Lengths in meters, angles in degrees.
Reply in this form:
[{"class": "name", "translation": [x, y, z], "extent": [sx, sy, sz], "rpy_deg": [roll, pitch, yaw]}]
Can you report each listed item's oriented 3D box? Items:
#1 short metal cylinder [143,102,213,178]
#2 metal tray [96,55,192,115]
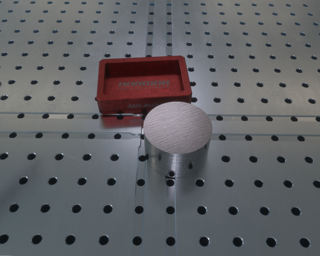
[{"class": "short metal cylinder", "translation": [0.021, 0.013, 0.380], "extent": [0.081, 0.050, 0.080], "rpy_deg": [0, 50, 0]}, {"class": "metal tray", "translation": [-0.024, -0.066, 0.459], "extent": [0.131, 0.030, 0.090], "rpy_deg": [-3, 50, -3]}]
